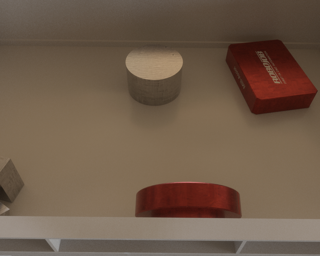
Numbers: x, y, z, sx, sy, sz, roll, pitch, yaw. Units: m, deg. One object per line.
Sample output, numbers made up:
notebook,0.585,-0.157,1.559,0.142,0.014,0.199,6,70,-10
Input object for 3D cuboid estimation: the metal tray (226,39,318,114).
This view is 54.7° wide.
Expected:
metal tray,0.164,-0.082,0.473,0.091,0.030,0.130,-7,50,-7

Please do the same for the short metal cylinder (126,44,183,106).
short metal cylinder,-0.008,-0.078,0.455,0.081,0.050,0.080,0,50,0

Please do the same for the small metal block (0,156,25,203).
small metal block,-0.186,0.053,0.341,0.050,0.050,0.025,12,48,9

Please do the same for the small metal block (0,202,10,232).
small metal block,-0.192,0.091,0.313,0.050,0.025,0.050,27,29,21

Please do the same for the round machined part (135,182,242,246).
round machined part,0.026,0.085,0.289,0.099,0.098,0.042,1,64,0
